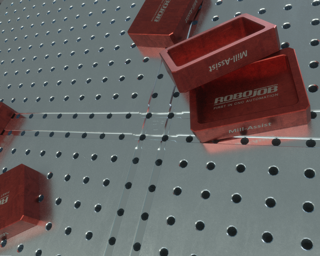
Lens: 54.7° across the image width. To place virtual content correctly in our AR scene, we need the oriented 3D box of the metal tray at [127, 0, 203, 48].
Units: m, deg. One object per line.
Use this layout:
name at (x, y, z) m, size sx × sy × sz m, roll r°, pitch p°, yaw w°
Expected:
metal tray at (0.013, -0.195, 0.516) m, size 0.090 × 0.030 × 0.130 m, roll 13°, pitch 68°, yaw 33°

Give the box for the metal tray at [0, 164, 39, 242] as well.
metal tray at (-0.241, 0.120, 0.455) m, size 0.130 × 0.030 × 0.090 m, roll -27°, pitch 53°, yaw 11°

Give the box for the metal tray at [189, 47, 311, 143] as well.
metal tray at (0.102, -0.039, 0.374) m, size 0.130 × 0.030 × 0.090 m, roll -12°, pitch 57°, yaw 21°

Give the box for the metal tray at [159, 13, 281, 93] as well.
metal tray at (0.071, -0.099, 0.395) m, size 0.131 × 0.030 × 0.090 m, roll -24°, pitch 31°, yaw 2°

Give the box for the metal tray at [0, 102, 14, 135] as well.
metal tray at (-0.340, 0.009, 0.575) m, size 0.090 × 0.030 × 0.130 m, roll 12°, pitch 67°, yaw 32°
